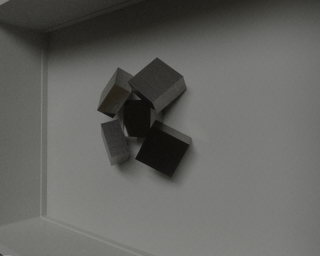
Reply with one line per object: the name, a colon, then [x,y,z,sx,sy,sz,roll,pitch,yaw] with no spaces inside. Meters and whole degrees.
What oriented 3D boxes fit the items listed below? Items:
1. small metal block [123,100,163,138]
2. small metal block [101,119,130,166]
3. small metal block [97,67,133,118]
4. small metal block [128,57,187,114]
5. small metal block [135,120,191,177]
small metal block: [-0.023,-0.013,0.423,0.050,0.025,0.050,2,92,40]
small metal block: [-0.065,0.022,0.443,0.050,0.025,0.050,114,137,-68]
small metal block: [-0.063,-0.050,0.440,0.050,0.025,0.050,-50,23,29]
small metal block: [-0.003,-0.054,0.391,0.050,0.025,0.050,-41,58,-10]
small metal block: [0.004,0.025,0.386,0.050,0.025,0.050,27,110,0]
